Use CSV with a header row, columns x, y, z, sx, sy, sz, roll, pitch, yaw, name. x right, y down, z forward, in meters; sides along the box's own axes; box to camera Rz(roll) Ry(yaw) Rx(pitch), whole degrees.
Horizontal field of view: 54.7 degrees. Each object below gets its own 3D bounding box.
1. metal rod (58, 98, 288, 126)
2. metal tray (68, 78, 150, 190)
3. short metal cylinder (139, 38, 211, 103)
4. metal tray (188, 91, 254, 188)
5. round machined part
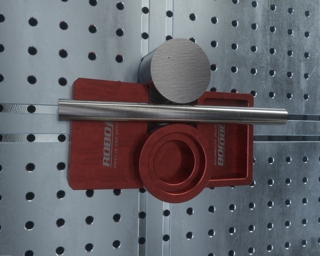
x,y,z,sx,sy,sz,roll,pitch,yaw,name
0.032,-0.018,0.388,0.303,0.025,0.025,1,90,-20,metal rod
-0.063,0.008,0.382,0.091,0.030,0.129,3,89,-20,metal tray
0.018,-0.070,0.402,0.081,0.050,0.079,0,90,-20,short metal cylinder
0.086,0.016,0.437,0.091,0.030,0.129,1,90,-20,metal tray
0.015,0.043,0.396,0.099,0.042,0.097,0,90,-20,round machined part
